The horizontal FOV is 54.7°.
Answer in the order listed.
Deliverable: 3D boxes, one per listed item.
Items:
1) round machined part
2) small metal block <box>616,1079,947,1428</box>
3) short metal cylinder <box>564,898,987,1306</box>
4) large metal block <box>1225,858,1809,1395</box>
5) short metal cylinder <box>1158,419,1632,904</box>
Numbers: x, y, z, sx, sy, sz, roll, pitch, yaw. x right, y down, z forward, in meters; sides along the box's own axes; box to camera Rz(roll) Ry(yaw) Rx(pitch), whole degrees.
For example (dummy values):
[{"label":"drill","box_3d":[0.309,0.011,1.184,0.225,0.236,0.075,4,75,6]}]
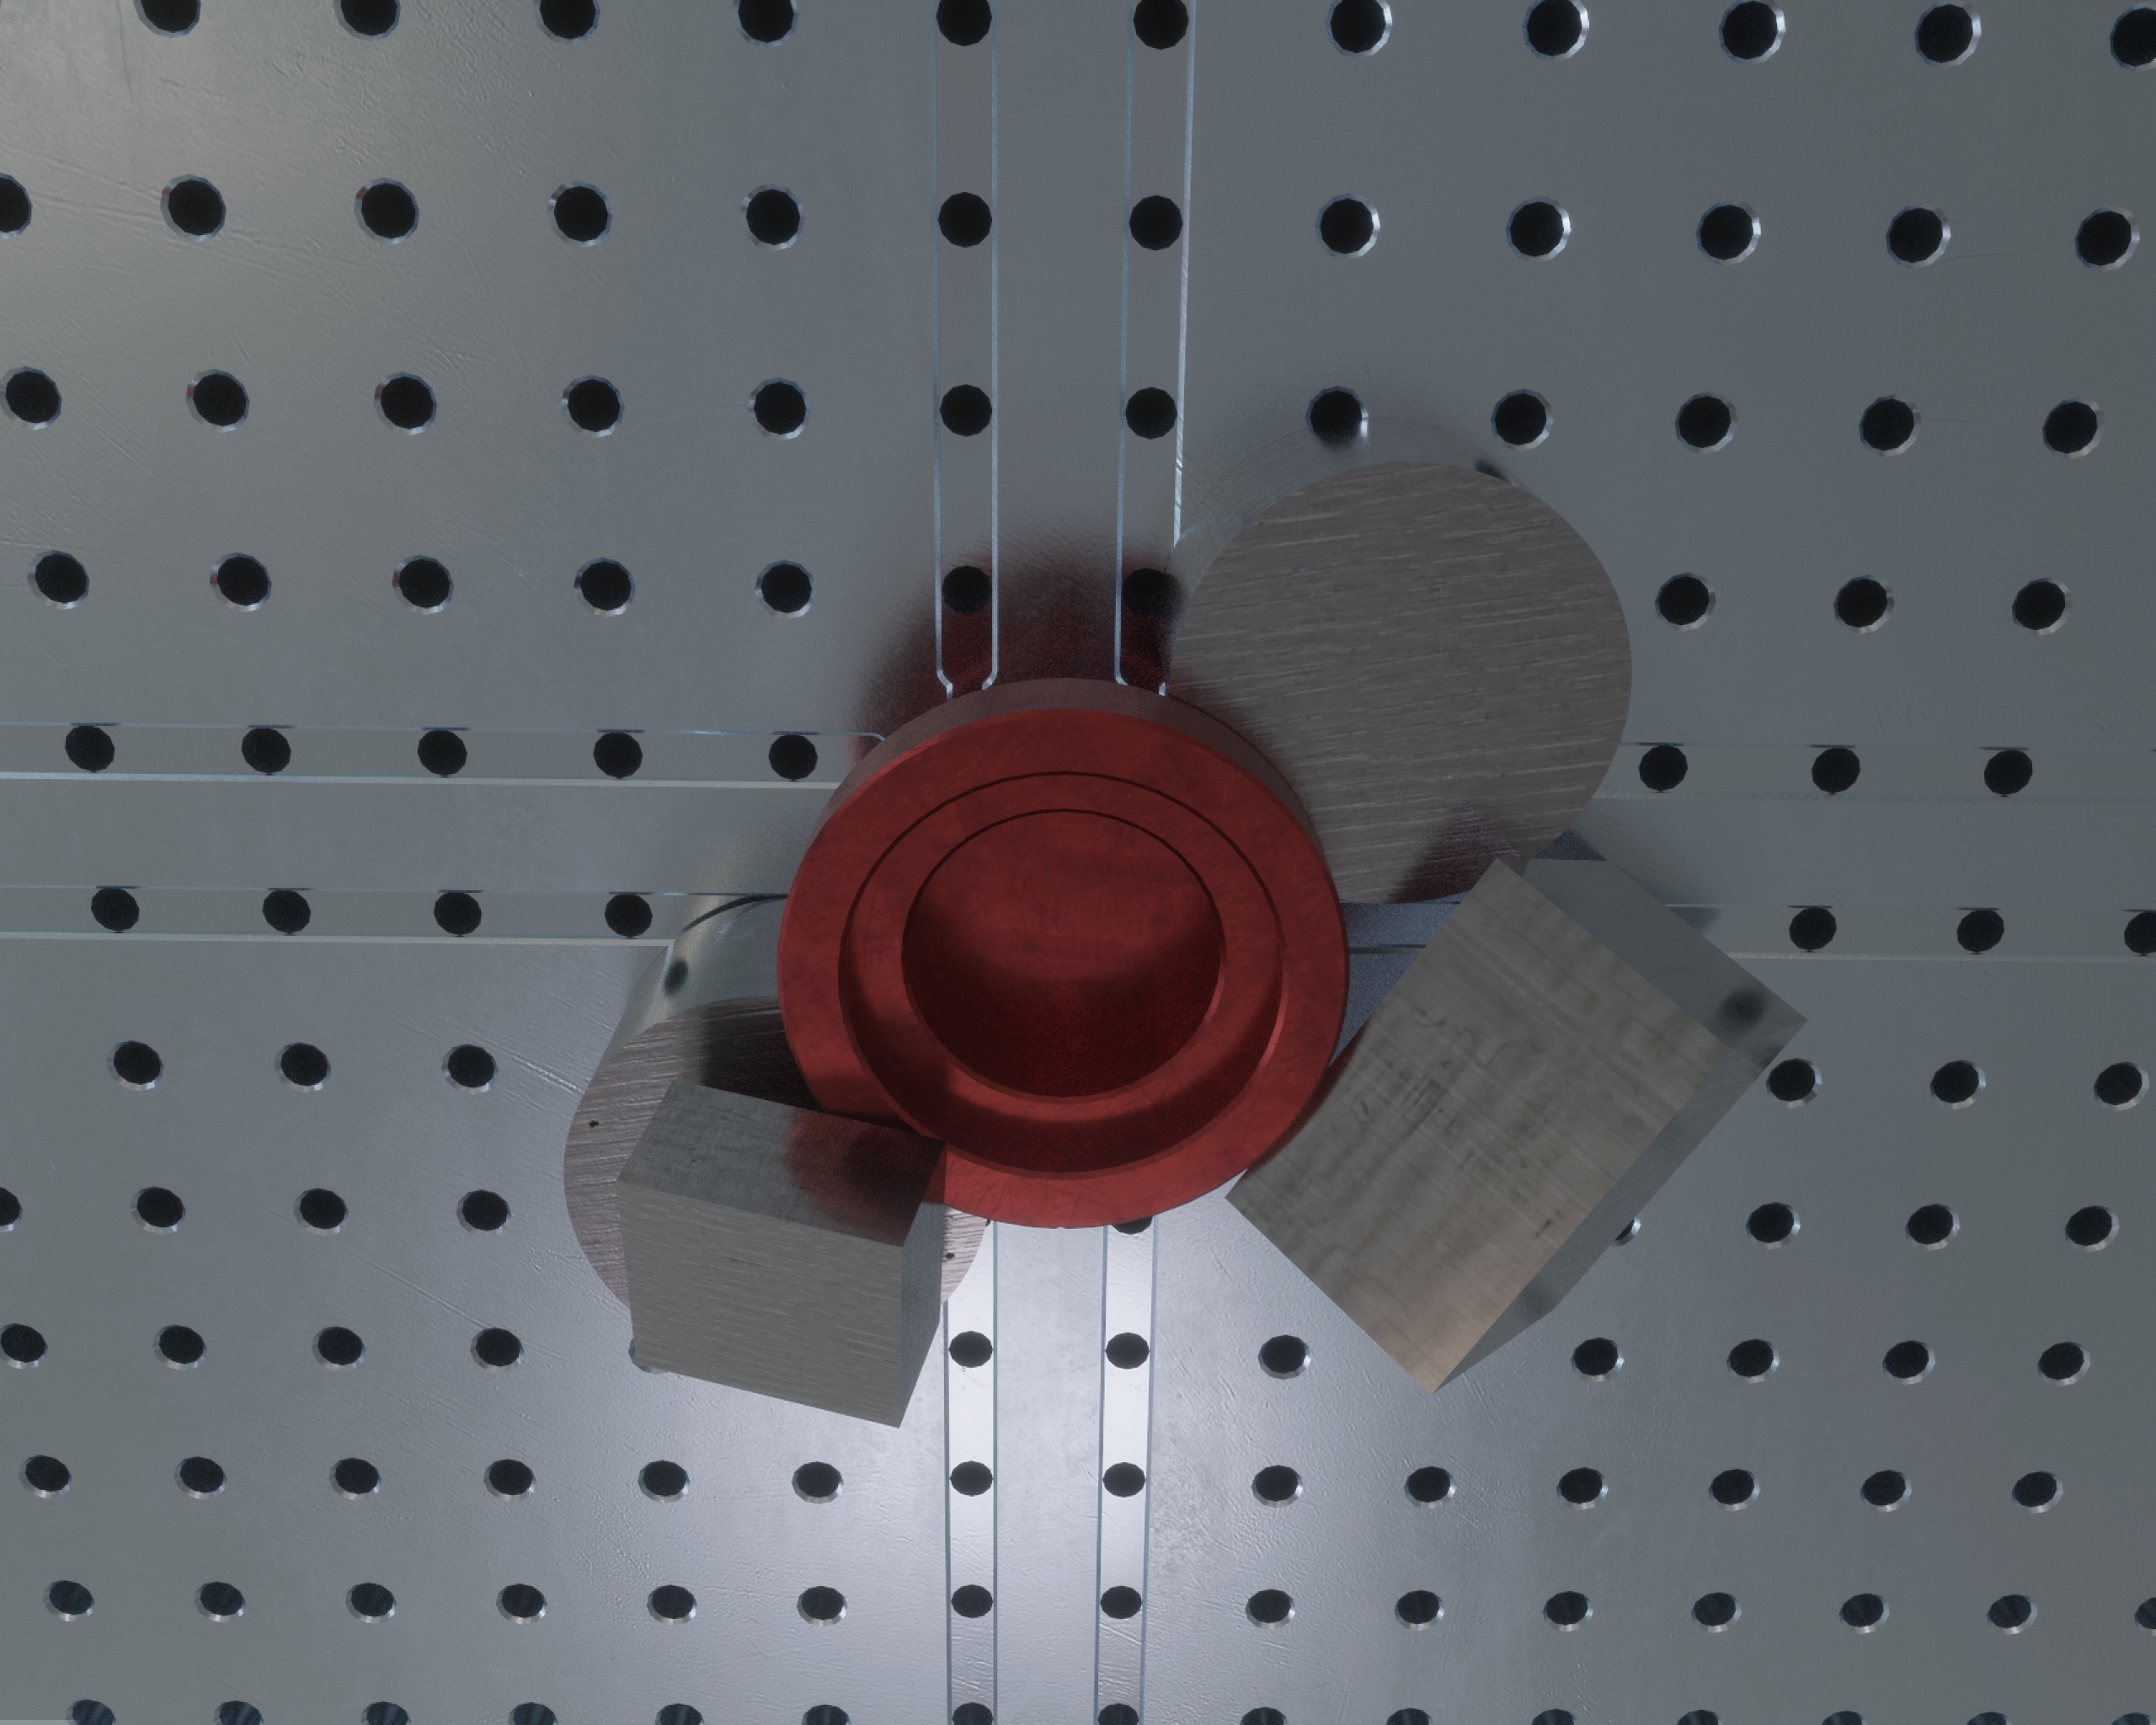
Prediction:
[{"label":"round machined part","box_3d":[-0.002,0.013,0.378,0.099,0.042,0.097,0,110,0]},{"label":"small metal block","box_3d":[-0.052,0.070,0.372,0.050,0.025,0.050,12,130,8]},{"label":"short metal cylinder","box_3d":[-0.057,0.053,0.419,0.081,0.050,0.079,0,110,0]},{"label":"large metal block","box_3d":[0.085,0.046,0.395,0.050,0.080,0.080,43,108,21]},{"label":"short metal cylinder","box_3d":[0.056,-0.038,0.386,0.081,0.050,0.079,0,110,0]}]
